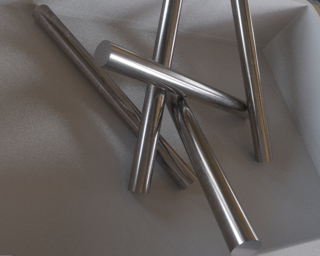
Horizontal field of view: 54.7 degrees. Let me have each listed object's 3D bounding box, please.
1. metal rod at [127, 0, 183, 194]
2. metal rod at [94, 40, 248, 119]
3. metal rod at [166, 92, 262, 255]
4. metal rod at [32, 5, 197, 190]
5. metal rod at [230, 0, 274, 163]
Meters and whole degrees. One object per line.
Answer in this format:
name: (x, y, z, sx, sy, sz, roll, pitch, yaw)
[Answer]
metal rod: (0.001, -0.072, 0.377, 0.025, 0.025, 0.299, 14, 79, -21)
metal rod: (0.048, -0.046, 0.391, 0.302, 0.025, 0.025, 12, 54, -48)
metal rod: (0.032, 0.001, 0.349, 0.025, 0.025, 0.300, 10, 35, -23)
metal rod: (-0.061, -0.043, 0.398, 0.300, 0.025, 0.025, 49, 51, 6)
metal rod: (0.131, -0.098, 0.454, 0.025, 0.025, 0.298, -12, 94, -33)
